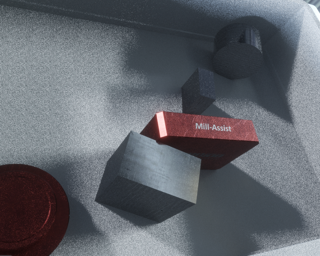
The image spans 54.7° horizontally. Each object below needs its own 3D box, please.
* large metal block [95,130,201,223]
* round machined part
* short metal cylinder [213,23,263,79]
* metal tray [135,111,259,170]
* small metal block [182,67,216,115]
[{"bbox_3d":[-0.014,0.056,0.330,0.080,0.080,0.050,23,53,-15],"label":"large metal block"},{"bbox_3d":[-0.131,0.077,0.278,0.099,0.042,0.098,14,56,-21],"label":"round machined part"},{"bbox_3d":[0.131,-0.128,0.521,0.080,0.080,0.050,21,54,-17],"label":"short metal cylinder"},{"bbox_3d":[0.040,0.020,0.374,0.131,0.090,0.030,4,60,-27],"label":"metal tray"},{"bbox_3d":[0.055,-0.051,0.452,0.025,0.050,0.050,14,56,-21],"label":"small metal block"}]
